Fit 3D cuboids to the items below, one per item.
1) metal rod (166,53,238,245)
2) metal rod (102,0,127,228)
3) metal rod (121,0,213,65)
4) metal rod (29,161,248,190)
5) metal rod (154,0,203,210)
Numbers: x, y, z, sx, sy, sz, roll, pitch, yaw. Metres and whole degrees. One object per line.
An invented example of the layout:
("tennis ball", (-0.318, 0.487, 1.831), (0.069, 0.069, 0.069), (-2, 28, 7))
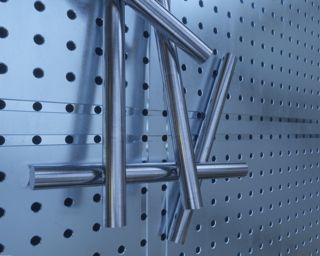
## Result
("metal rod", (0.068, 0.021, 0.468), (0.025, 0.025, 0.299), (30, 71, -36))
("metal rod", (-0.051, -0.047, 0.341), (0.025, 0.025, 0.298), (6, 78, -40))
("metal rod", (-0.058, -0.166, 0.326), (0.301, 0.025, 0.025), (34, 69, -24))
("metal rod", (0.000, 0.056, 0.389), (0.302, 0.025, 0.025), (3, 88, -34))
("metal rod", (0.017, -0.050, 0.391), (0.025, 0.025, 0.298), (-4, 82, -40))
